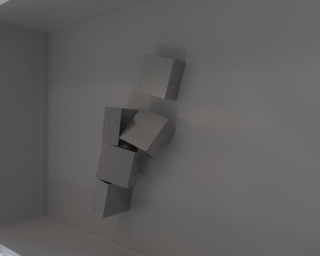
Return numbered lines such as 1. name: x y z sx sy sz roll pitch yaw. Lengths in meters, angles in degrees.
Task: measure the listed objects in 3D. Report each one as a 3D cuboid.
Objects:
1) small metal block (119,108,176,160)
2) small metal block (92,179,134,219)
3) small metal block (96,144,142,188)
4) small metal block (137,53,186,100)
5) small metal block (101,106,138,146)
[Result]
1. small metal block: -0.017 0.007 0.406 0.050 0.025 0.050 23 71 37
2. small metal block: -0.067 0.096 0.446 0.025 0.050 0.050 19 103 38
3. small metal block: -0.056 0.050 0.427 0.050 0.025 0.050 14 95 21
4. small metal block: 0.001 -0.067 0.406 0.050 0.025 0.050 22 104 38
5. small metal block: -0.055 -0.003 0.432 0.025 0.050 0.050 7 93 21
